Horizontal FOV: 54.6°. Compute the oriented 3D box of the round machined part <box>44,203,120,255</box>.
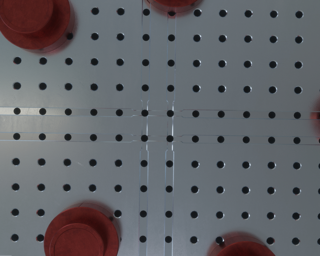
[{"bbox_3d":[-0.103,0.152,0.404,0.099,0.042,0.097,0,90,0],"label":"round machined part"}]

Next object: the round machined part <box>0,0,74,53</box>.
[{"bbox_3d":[-0.166,-0.151,0.404,0.099,0.042,0.097,0,90,0],"label":"round machined part"}]

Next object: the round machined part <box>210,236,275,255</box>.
[{"bbox_3d":[0.113,0.197,0.406,0.099,0.042,0.097,0,90,0],"label":"round machined part"}]

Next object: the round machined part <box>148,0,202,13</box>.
[{"bbox_3d":[0.020,-0.207,0.405,0.099,0.042,0.097,0,90,0],"label":"round machined part"}]
